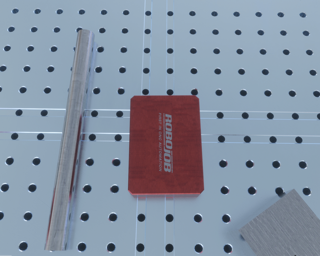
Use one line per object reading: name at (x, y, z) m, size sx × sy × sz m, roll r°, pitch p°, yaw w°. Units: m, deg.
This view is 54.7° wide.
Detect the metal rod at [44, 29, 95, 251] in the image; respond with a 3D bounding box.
metal rod at (-0.115, 0.001, 0.410) m, size 0.025 × 0.025 × 0.299 m, roll 2°, pitch 70°, yaw 1°

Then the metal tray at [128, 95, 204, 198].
metal tray at (0.007, 0.022, 0.401) m, size 0.091 × 0.030 × 0.130 m, roll 0°, pitch 70°, yaw 0°

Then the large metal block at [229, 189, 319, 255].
large metal block at (0.140, 0.128, 0.352) m, size 0.080 × 0.050 × 0.080 m, roll -32°, pitch 73°, yaw -11°
